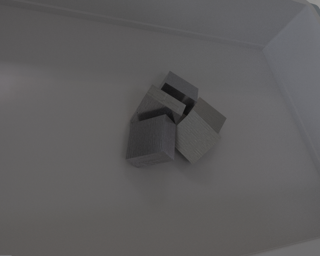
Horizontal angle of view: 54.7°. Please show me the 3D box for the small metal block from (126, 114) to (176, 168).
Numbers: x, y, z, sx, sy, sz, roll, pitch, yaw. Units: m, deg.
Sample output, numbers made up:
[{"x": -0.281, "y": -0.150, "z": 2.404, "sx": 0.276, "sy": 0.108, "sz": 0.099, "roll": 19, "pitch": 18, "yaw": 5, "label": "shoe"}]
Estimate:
[{"x": -0.010, "y": 0.016, "z": 0.371, "sx": 0.025, "sy": 0.050, "sz": 0.050, "roll": 45, "pitch": 39, "yaw": -45, "label": "small metal block"}]

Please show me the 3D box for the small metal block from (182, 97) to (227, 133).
[{"x": 0.061, "y": -0.008, "z": 0.443, "sx": 0.050, "sy": 0.025, "sz": 0.050, "roll": 38, "pitch": 51, "yaw": -3, "label": "small metal block"}]

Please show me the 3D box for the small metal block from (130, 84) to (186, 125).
[{"x": -0.003, "y": -0.019, "z": 0.395, "sx": 0.050, "sy": 0.050, "sz": 0.025, "roll": 32, "pitch": 39, "yaw": -5, "label": "small metal block"}]

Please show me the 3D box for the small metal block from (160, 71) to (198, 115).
[{"x": 0.026, "y": -0.050, "z": 0.438, "sx": 0.050, "sy": 0.025, "sz": 0.050, "roll": 31, "pitch": 28, "yaw": -8, "label": "small metal block"}]

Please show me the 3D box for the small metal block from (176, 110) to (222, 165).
[{"x": 0.044, "y": 0.011, "z": 0.404, "sx": 0.050, "sy": 0.050, "sz": 0.025, "roll": 46, "pitch": 8, "yaw": 3, "label": "small metal block"}]
